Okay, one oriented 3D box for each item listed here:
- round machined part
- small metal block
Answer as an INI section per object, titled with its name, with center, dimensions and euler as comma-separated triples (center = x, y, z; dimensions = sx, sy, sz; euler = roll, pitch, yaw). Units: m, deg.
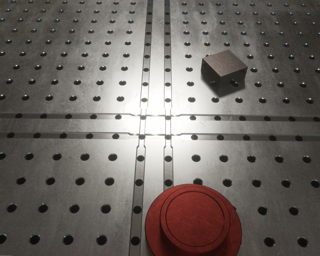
[round machined part]
center = 0.034, 0.099, 0.314
dimensions = 0.099, 0.042, 0.098
euler = 0, 50, 0
[small metal block]
center = 0.100, -0.093, 0.488
dimensions = 0.050, 0.025, 0.050
euler = -22, 54, -18
